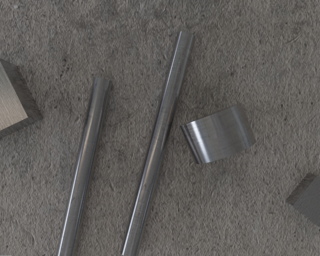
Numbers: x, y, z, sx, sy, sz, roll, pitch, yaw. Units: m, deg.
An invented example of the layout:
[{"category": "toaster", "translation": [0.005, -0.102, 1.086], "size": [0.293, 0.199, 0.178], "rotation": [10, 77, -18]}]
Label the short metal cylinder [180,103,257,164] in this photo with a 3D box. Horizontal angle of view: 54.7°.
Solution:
[{"category": "short metal cylinder", "translation": [0.071, 0.006, 0.383], "size": [0.080, 0.080, 0.050], "rotation": [-21, 90, 0]}]

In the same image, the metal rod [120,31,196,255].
[{"category": "metal rod", "translation": [-0.003, 0.021, 0.409], "size": [0.025, 0.025, 0.298], "rotation": [15, 90, 0]}]

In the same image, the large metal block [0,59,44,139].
[{"category": "large metal block", "translation": [-0.212, -0.031, 0.396], "size": [0.080, 0.050, 0.080], "rotation": [-26, 90, 0]}]

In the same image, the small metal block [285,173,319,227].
[{"category": "small metal block", "translation": [0.207, 0.096, 0.412], "size": [0.050, 0.025, 0.050], "rotation": [39, 90, 0]}]

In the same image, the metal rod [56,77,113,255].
[{"category": "metal rod", "translation": [-0.106, 0.082, 0.409], "size": [0.025, 0.025, 0.298], "rotation": [12, 90, 0]}]
